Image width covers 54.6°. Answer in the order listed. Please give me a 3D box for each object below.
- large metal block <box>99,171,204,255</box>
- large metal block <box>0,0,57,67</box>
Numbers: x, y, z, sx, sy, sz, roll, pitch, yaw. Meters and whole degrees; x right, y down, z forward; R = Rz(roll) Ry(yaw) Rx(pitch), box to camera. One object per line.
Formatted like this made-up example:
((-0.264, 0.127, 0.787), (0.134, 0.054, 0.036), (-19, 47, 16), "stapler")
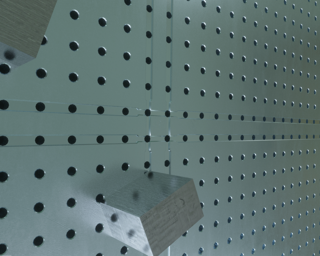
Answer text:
((-0.010, 0.095, 0.364), (0.081, 0.080, 0.050), (-28, 108, -36), "large metal block")
((-0.143, -0.111, 0.272), (0.080, 0.050, 0.080), (24, 75, -37), "large metal block")
